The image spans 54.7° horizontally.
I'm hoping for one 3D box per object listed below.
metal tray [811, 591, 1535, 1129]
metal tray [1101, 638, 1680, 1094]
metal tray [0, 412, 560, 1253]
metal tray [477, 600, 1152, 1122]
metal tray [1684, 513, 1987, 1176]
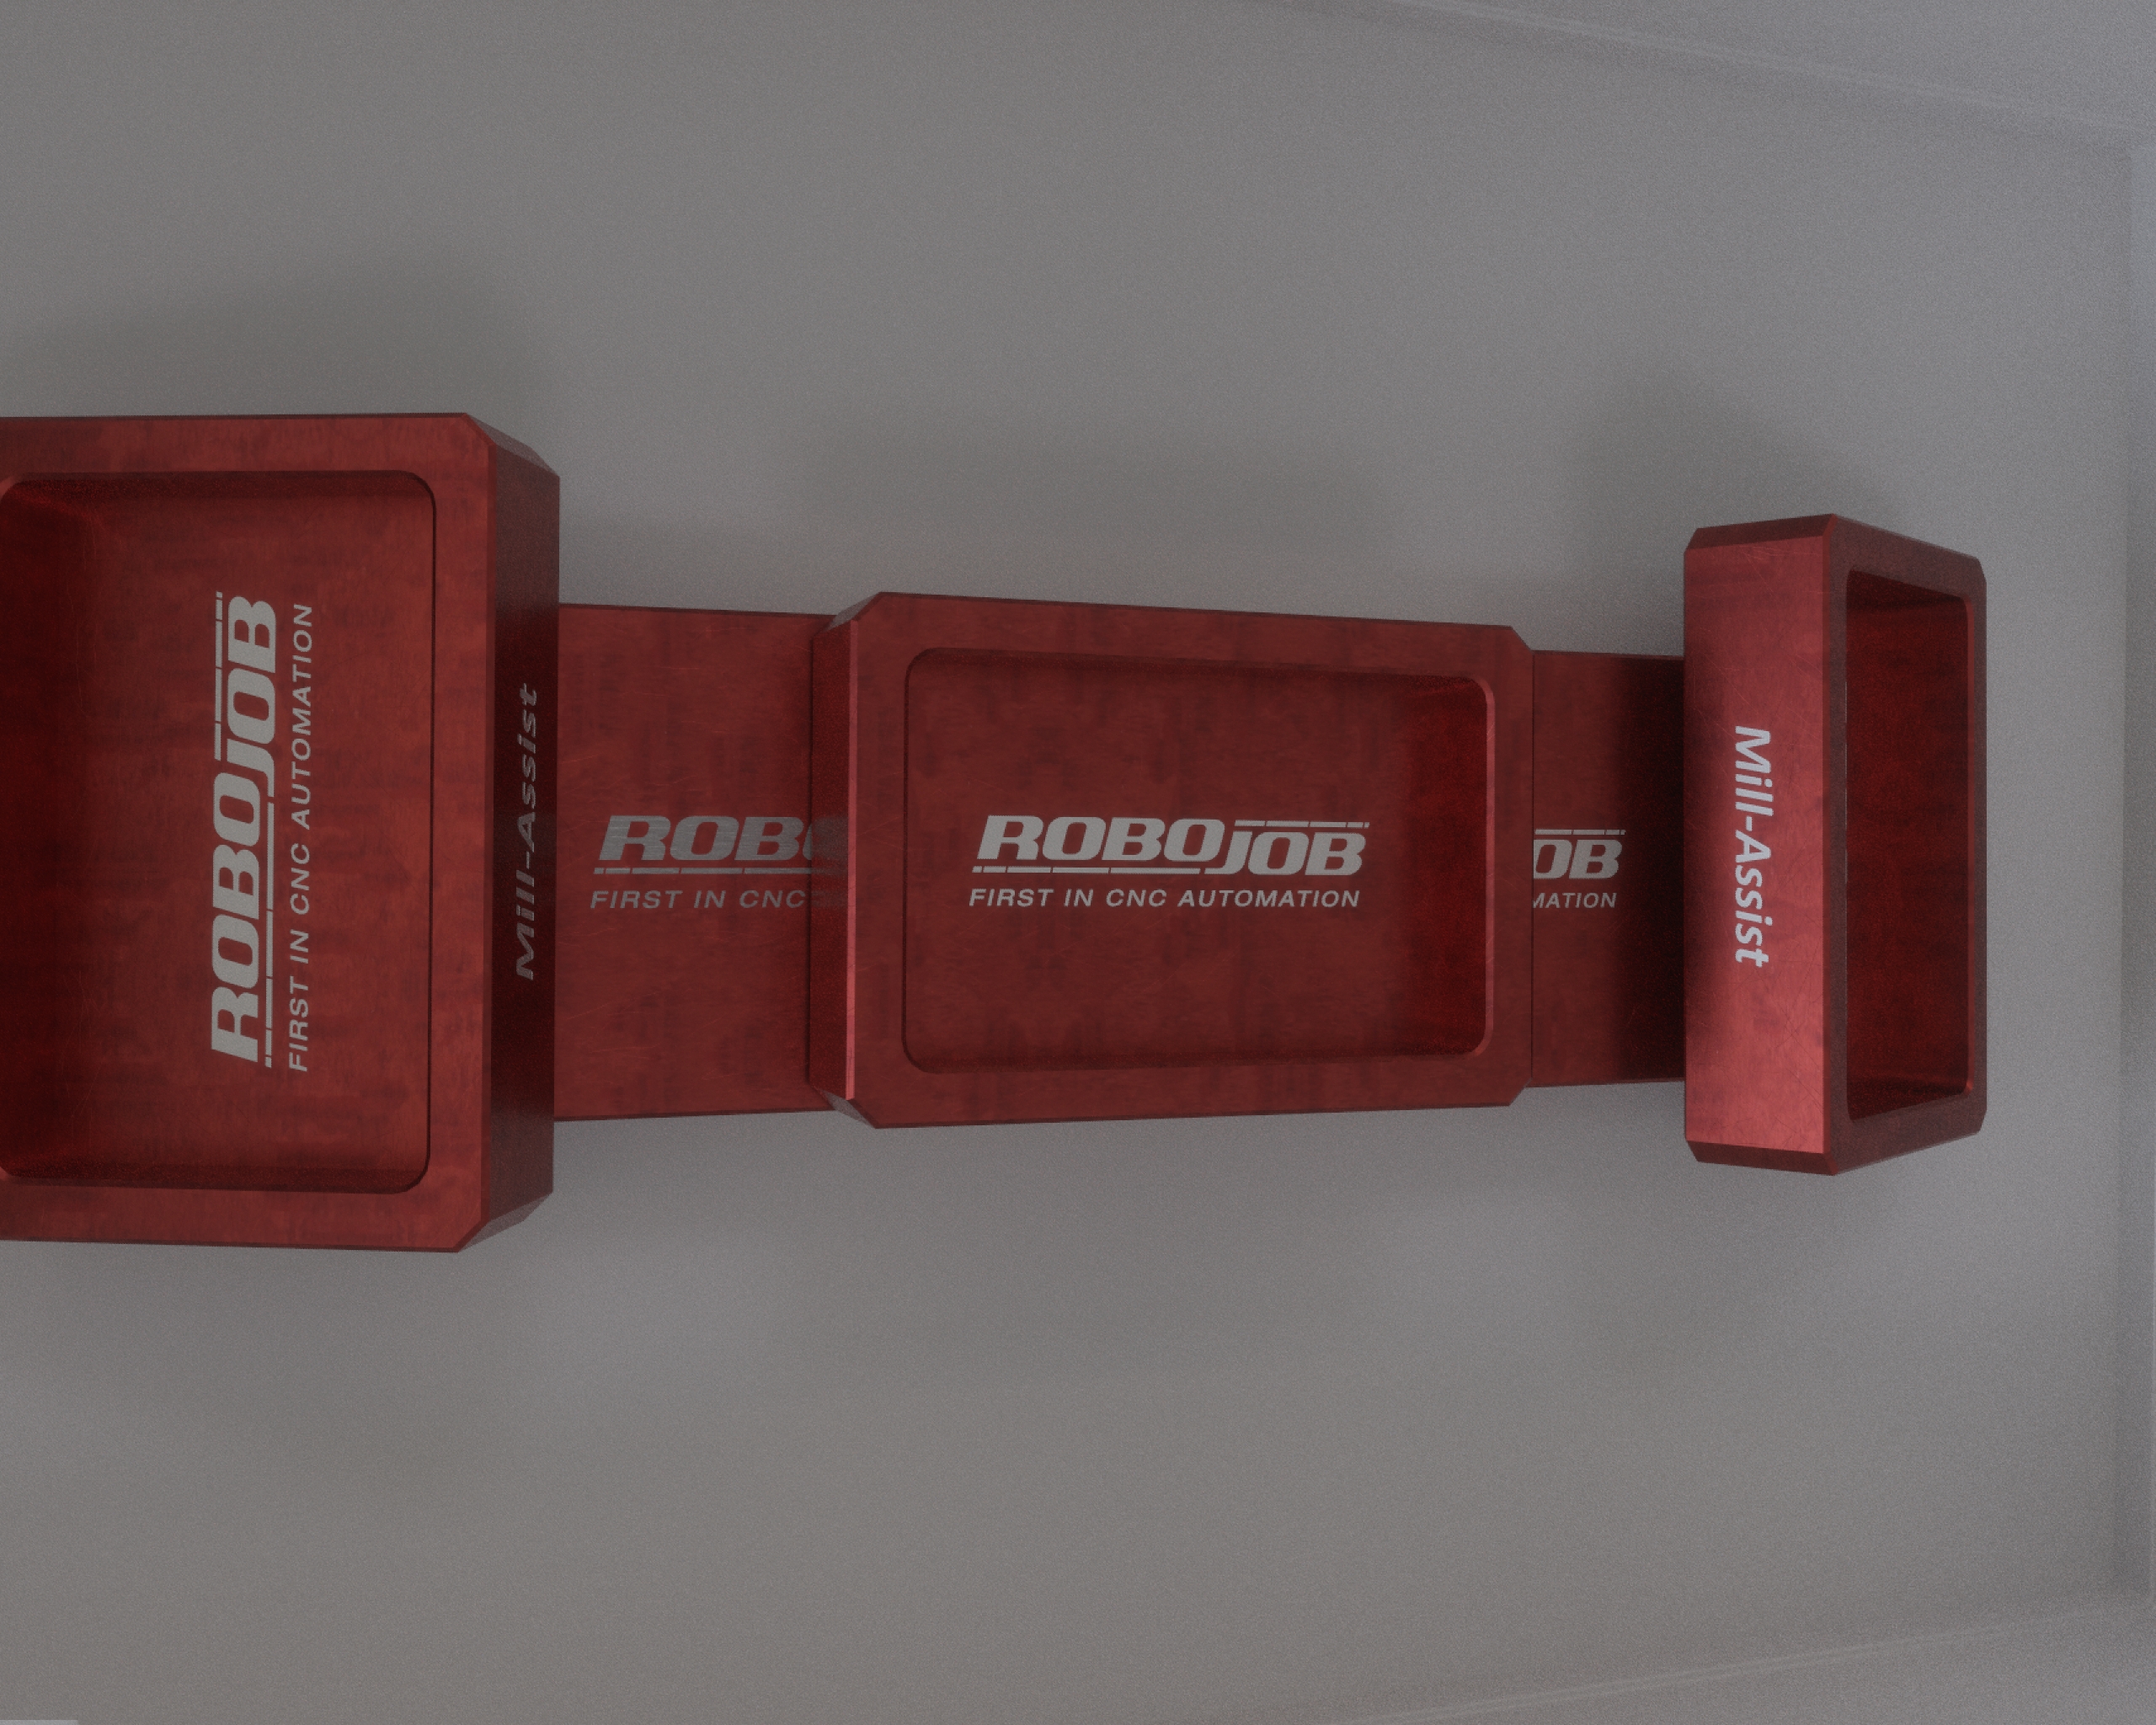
[{"bbox_3d":[0.019,0.000,0.381,0.131,0.030,0.089,1,89,-20],"label":"metal tray"},{"bbox_3d":[0.071,0.001,0.433,0.131,0.030,0.089,0,90,-20],"label":"metal tray"},{"bbox_3d":[-0.133,-0.005,0.338,0.090,0.030,0.129,1,90,5],"label":"metal tray"},{"bbox_3d":[-0.052,0.000,0.388,0.131,0.030,0.089,0,90,-20],"label":"metal tray"},{"bbox_3d":[0.164,-0.004,0.446,0.091,0.030,0.129,0,90,-48],"label":"metal tray"}]
